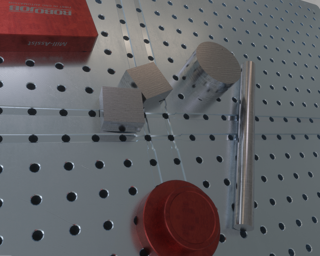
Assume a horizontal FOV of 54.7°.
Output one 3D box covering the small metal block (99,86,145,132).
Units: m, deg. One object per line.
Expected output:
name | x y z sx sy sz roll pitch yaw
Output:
small metal block | -0.049 -0.023 0.392 0.050 0.025 0.050 2 61 -20

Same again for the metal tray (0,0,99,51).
metal tray | -0.158 -0.146 0.409 0.131 0.030 0.090 -9 66 -32

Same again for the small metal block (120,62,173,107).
small metal block | -0.019 -0.061 0.435 0.050 0.025 0.050 -26 76 -37

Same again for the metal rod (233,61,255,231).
metal rod | 0.133 0.006 0.475 0.025 0.025 0.300 24 53 -14

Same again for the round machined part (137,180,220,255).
round machined part | 0.027 0.105 0.348 0.099 0.042 0.098 14 56 -21

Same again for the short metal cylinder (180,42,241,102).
short metal cylinder | 0.079 -0.088 0.489 0.081 0.050 0.080 14 56 -21
